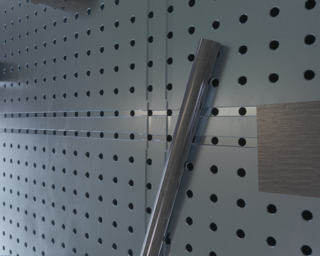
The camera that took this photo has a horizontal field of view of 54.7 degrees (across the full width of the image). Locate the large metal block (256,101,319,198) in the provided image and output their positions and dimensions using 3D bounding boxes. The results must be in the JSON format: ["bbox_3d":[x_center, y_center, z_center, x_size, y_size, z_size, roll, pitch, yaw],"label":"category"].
[{"bbox_3d":[0.137,0.018,0.280,0.080,0.050,0.080,-2,89,40],"label":"large metal block"}]

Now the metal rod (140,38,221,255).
[{"bbox_3d":[0.021,0.040,0.391,0.025,0.025,0.298,24,105,37],"label":"metal rod"}]

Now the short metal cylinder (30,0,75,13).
[{"bbox_3d":[-0.192,-0.254,0.552,0.080,0.050,0.080,0,90,40],"label":"short metal cylinder"}]
